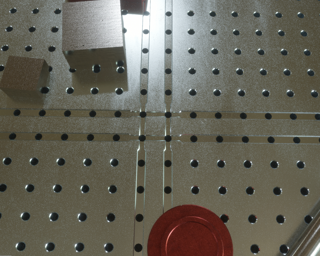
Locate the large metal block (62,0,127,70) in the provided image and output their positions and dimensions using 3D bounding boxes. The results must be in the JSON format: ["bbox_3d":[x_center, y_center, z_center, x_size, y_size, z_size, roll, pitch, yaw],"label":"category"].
[{"bbox_3d":[-0.093,-0.134,0.446,0.081,0.050,0.080,-5,70,-2],"label":"large metal block"}]

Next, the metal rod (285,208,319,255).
[{"bbox_3d":[0.131,0.181,0.347,0.025,0.025,0.301,41,75,13],"label":"metal rod"}]

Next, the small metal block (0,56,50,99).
[{"bbox_3d":[-0.189,-0.071,0.435,0.050,0.025,0.050,6,70,2],"label":"small metal block"}]

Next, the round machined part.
[{"bbox_3d":[0.035,0.137,0.353,0.099,0.042,0.098,0,70,-1],"label":"round machined part"}]

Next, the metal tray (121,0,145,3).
[{"bbox_3d":[-0.085,-0.253,0.501,0.131,0.030,0.090,5,70,1],"label":"metal tray"}]
